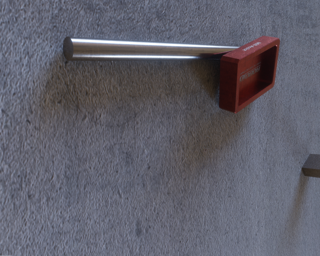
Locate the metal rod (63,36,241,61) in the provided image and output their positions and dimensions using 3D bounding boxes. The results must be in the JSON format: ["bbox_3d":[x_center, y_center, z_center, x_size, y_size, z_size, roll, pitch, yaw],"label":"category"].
[{"bbox_3d":[0.018,-0.104,0.421,0.302,0.025,0.025,-10,97,-40],"label":"metal rod"}]

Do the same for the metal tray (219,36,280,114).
[{"bbox_3d":[0.148,-0.090,0.508,0.131,0.030,0.089,-31,130,-36],"label":"metal tray"}]

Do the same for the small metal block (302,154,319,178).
[{"bbox_3d":[0.355,0.085,0.691,0.050,0.050,0.025,-42,116,-32],"label":"small metal block"}]
